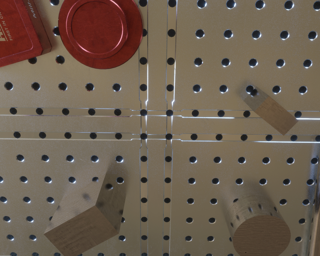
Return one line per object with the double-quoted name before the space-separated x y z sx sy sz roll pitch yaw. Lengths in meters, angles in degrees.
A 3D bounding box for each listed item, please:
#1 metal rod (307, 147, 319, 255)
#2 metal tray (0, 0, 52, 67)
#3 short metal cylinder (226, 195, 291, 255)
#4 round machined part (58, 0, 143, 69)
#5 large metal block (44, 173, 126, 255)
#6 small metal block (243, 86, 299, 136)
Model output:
"metal rod" 0.244 0.164 0.475 0.025 0.025 0.298 -4 110 1
"metal tray" -0.196 -0.138 0.357 0.090 0.030 0.129 -15 110 5
"short metal cylinder" 0.142 0.146 0.455 0.081 0.050 0.079 0 110 0
"round machined part" -0.070 -0.117 0.360 0.099 0.042 0.097 0 110 0
"large metal block" -0.099 0.119 0.427 0.080 0.080 0.050 -31 107 10
"small metal block" 0.139 -0.023 0.393 0.050 0.050 0.025 36 106 -13
